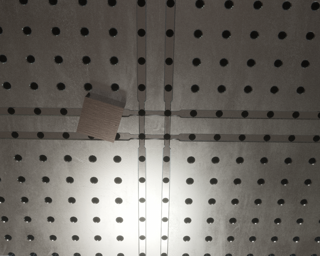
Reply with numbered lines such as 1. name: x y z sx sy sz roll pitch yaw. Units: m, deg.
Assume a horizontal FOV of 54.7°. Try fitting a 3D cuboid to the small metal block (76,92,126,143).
1. small metal block: -0.077 -0.014 0.407 0.050 0.025 0.050 17 109 -7
